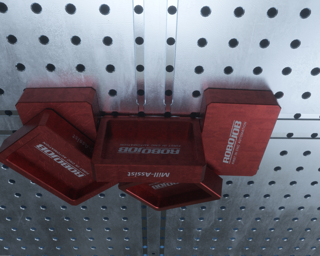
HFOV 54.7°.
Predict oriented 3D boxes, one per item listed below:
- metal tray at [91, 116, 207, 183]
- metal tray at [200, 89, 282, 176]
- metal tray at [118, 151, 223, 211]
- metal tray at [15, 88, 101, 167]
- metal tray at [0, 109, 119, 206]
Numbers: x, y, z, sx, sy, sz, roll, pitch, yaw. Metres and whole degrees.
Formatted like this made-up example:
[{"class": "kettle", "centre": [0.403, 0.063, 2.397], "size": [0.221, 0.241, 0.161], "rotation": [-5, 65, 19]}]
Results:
[{"class": "metal tray", "centre": [-0.013, 0.024, 0.388], "size": [0.131, 0.090, 0.030], "rotation": [1, 130, -2]}, {"class": "metal tray", "centre": [0.097, 0.011, 0.418], "size": [0.091, 0.030, 0.129], "rotation": [2, 130, -3]}, {"class": "metal tray", "centre": [0.013, 0.082, 0.454], "size": [0.130, 0.030, 0.090], "rotation": [-24, 129, 40]}, {"class": "metal tray", "centre": [-0.125, 0.009, 0.414], "size": [0.091, 0.030, 0.129], "rotation": [-1, 131, 0]}, {"class": "metal tray", "centre": [-0.127, 0.044, 0.403], "size": [0.090, 0.030, 0.130], "rotation": [-31, 125, 23]}]
